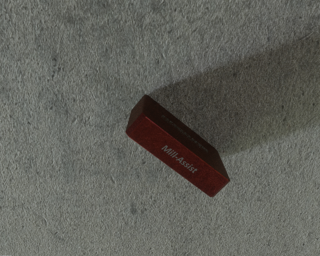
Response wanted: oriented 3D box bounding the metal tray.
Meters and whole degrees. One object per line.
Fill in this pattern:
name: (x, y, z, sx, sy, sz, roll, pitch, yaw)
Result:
metal tray: (0.022, 0.019, 0.384, 0.130, 0.090, 0.030, 38, 106, -13)
